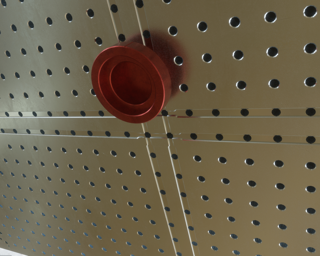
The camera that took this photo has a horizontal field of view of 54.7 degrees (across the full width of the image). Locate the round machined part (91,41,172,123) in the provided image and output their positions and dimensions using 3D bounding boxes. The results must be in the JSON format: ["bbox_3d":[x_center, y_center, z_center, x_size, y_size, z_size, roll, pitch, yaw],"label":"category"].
[{"bbox_3d":[-0.031,-0.058,0.379,0.098,0.042,0.097,13,124,20],"label":"round machined part"}]
